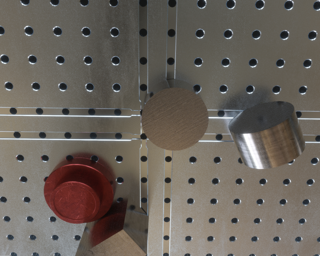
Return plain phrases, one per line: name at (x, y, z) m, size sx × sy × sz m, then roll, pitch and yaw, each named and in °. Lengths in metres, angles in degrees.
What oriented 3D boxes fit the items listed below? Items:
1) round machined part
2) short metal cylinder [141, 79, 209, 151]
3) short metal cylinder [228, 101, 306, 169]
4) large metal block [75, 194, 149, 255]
round machined part at (-0.115, 0.095, 0.438) m, size 0.099 × 0.042 × 0.097 m, roll 0°, pitch 110°, yaw 0°
short metal cylinder at (0.018, -0.018, 0.394) m, size 0.081 × 0.050 × 0.079 m, roll 0°, pitch 110°, yaw 0°
short metal cylinder at (0.133, 0.007, 0.388) m, size 0.080 × 0.080 × 0.050 m, roll -23°, pitch 109°, yaw 8°
large metal block at (-0.065, 0.154, 0.440) m, size 0.080 × 0.080 × 0.050 m, roll -34°, pitch 107°, yaw 11°
